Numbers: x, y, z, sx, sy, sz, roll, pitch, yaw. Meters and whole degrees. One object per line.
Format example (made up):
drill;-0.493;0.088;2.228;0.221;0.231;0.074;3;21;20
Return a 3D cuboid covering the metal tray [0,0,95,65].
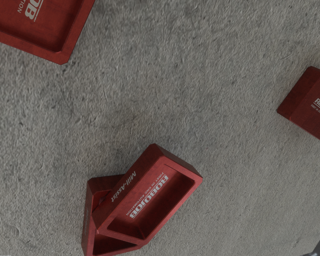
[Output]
metal tray;-0.101;-0.131;0.266;0.091;0.030;0.129;18;109;-35

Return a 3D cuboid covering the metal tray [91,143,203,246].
metal tray;-0.016;0.092;0.412;0.090;0.030;0.130;34;99;-39

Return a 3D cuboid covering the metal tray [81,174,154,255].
metal tray;-0.061;0.128;0.448;0.091;0.030;0.129;-3;120;-27

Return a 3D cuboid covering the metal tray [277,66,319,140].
metal tray;0.268;-0.037;0.527;0.131;0.030;0.090;23;106;-37
